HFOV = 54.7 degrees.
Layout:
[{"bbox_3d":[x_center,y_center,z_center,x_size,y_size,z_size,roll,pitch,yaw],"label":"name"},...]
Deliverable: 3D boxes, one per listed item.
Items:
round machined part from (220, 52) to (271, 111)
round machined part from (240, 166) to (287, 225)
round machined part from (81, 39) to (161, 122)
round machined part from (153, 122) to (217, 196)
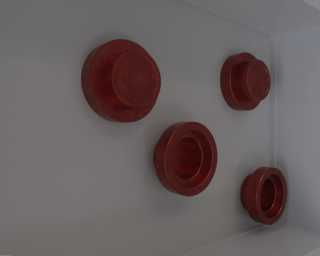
[{"bbox_3d":[0.149,-0.078,0.520,0.099,0.042,0.097,0,90,-40],"label":"round machined part"},{"bbox_3d":[0.179,0.116,0.546,0.099,0.042,0.097,0,90,-40],"label":"round machined part"},{"bbox_3d":[-0.037,-0.055,0.364,0.099,0.042,0.097,0,90,-40],"label":"round machined part"},{"bbox_3d":[0.030,0.040,0.421,0.099,0.042,0.097,0,90,-40],"label":"round machined part"}]
